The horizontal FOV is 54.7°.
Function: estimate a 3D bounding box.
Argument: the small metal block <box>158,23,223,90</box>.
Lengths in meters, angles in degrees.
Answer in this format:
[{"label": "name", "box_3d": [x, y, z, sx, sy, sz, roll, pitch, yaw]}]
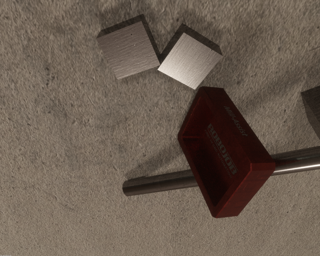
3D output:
[{"label": "small metal block", "box_3d": [0.032, -0.078, 0.342, 0.050, 0.025, 0.050, 25, 126, -21]}]

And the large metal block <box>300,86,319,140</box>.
[{"label": "large metal block", "box_3d": [0.224, -0.016, 0.361, 0.080, 0.080, 0.050, -22, 127, 17]}]

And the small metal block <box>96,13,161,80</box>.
[{"label": "small metal block", "box_3d": [-0.032, -0.086, 0.331, 0.050, 0.025, 0.050, -17, 124, 14]}]

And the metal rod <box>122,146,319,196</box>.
[{"label": "metal rod", "box_3d": [0.070, 0.061, 0.407, 0.300, 0.025, 0.025, -16, 131, 33]}]

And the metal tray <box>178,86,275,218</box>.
[{"label": "metal tray", "box_3d": [0.067, 0.024, 0.358, 0.030, 0.130, 0.089, 2, 132, -24]}]
